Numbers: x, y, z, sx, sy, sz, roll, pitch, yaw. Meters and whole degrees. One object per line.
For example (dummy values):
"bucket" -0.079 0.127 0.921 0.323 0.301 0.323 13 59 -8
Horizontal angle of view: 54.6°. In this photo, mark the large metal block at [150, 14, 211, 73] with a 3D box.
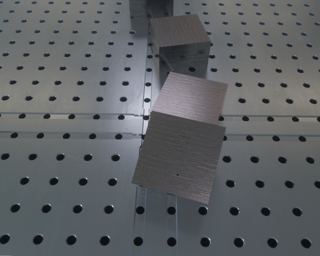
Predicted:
"large metal block" 0.031 -0.140 0.509 0.080 0.050 0.080 -9 51 -7

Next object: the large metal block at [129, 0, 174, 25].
"large metal block" -0.019 -0.246 0.599 0.080 0.050 0.080 -4 50 -4

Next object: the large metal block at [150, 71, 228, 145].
"large metal block" 0.039 -0.023 0.411 0.080 0.050 0.080 15 51 12

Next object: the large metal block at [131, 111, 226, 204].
"large metal block" 0.023 0.034 0.343 0.080 0.050 0.080 13 79 11
